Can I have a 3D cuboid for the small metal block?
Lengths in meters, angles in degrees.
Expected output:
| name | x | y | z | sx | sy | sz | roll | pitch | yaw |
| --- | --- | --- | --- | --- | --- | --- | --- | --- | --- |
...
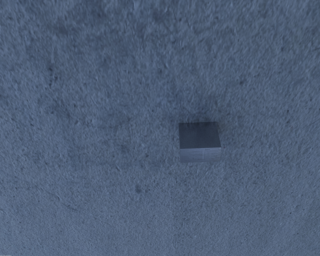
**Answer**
| name | x | y | z | sx | sy | sz | roll | pitch | yaw |
| --- | --- | --- | --- | --- | --- | --- | --- | --- | --- |
| small metal block | 0.051 | 0.018 | 0.406 | 0.050 | 0.050 | 0.025 | -2 | 130 | 2 |
